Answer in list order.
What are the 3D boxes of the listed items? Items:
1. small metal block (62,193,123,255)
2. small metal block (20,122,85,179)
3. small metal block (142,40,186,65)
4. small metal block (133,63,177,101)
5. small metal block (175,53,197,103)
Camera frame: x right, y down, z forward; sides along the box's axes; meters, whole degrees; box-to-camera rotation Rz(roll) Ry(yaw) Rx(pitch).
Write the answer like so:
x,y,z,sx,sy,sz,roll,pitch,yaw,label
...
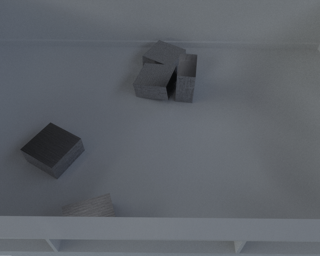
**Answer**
x,y,z,sx,sy,sz,roll,pitch,yaw,label
-0.070,0.101,0.319,0.050,0.025,0.050,-14,52,-12,small metal block
-0.131,0.027,0.381,0.050,0.025,0.050,25,54,19,small metal block
0.007,-0.111,0.499,0.050,0.025,0.050,25,54,19,small metal block
-0.005,-0.069,0.458,0.050,0.025,0.050,8,50,19,small metal block
0.038,-0.072,0.450,0.025,0.050,0.050,6,50,4,small metal block
